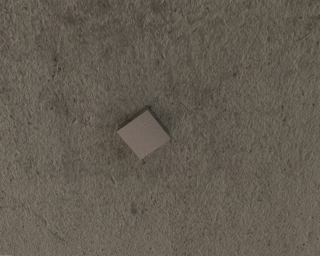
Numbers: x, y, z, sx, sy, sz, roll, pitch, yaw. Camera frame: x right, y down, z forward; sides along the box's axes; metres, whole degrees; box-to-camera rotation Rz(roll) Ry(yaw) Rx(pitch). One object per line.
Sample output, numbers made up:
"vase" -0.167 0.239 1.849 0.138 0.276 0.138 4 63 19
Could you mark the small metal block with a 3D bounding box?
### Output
"small metal block" -0.021 0.005 0.413 0.050 0.025 0.050 -35 107 11
